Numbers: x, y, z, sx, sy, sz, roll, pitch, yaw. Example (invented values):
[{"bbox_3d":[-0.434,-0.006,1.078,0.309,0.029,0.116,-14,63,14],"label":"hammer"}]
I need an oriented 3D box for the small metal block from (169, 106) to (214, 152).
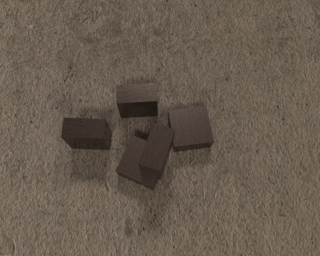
[{"bbox_3d":[0.040,0.002,0.408,0.050,0.025,0.050,-7,70,-3],"label":"small metal block"}]

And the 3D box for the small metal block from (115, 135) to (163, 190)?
[{"bbox_3d":[-0.021,0.044,0.392,0.050,0.025,0.050,22,71,7],"label":"small metal block"}]

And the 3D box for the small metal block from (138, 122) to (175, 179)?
[{"bbox_3d":[-0.003,0.028,0.358,0.025,0.050,0.050,18,71,6],"label":"small metal block"}]

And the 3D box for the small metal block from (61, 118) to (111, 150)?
[{"bbox_3d":[-0.091,0.008,0.391,0.050,0.050,0.025,2,70,0],"label":"small metal block"}]

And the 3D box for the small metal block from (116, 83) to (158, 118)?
[{"bbox_3d":[-0.029,-0.035,0.407,0.050,0.050,0.025,-3,70,-2],"label":"small metal block"}]
